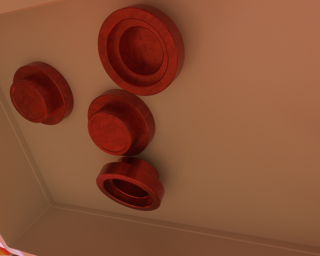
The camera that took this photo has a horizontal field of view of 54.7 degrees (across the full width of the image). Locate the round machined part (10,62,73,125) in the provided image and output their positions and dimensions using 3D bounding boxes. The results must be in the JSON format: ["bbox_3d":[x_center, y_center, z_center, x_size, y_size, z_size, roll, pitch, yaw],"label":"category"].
[{"bbox_3d":[-0.184,-0.047,0.466,0.098,0.042,0.097,13,124,21],"label":"round machined part"}]

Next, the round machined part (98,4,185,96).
[{"bbox_3d":[-0.018,-0.089,0.352,0.098,0.042,0.097,13,124,21],"label":"round machined part"}]

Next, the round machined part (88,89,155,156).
[{"bbox_3d":[-0.060,-0.001,0.429,0.098,0.042,0.097,13,124,21],"label":"round machined part"}]

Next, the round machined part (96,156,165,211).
[{"bbox_3d":[-0.039,0.078,0.455,0.098,0.042,0.097,14,143,11],"label":"round machined part"}]
